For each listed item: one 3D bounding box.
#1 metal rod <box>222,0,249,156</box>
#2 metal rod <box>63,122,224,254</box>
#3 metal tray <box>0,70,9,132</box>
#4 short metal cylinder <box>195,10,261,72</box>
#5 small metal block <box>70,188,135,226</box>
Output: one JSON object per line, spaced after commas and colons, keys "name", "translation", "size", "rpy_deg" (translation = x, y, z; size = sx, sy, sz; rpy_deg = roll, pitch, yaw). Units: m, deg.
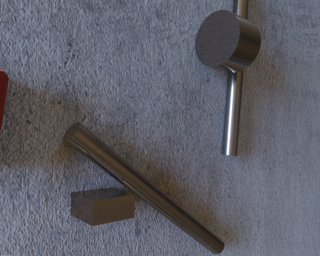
{"name": "metal rod", "translation": [0.126, -0.104, 0.513], "size": [0.025, 0.025, 0.298], "rpy_deg": [9, 84, -40]}
{"name": "metal rod", "translation": [-0.002, 0.094, 0.405], "size": [0.300, 0.025, 0.025], "rpy_deg": [45, 63, -31]}
{"name": "metal tray", "translation": [-0.196, -0.014, 0.237], "size": [0.131, 0.030, 0.089], "rpy_deg": [10, 84, -40]}
{"name": "short metal cylinder", "translation": [0.098, -0.125, 0.454], "size": [0.050, 0.080, 0.080], "rpy_deg": [3, 88, -40]}
{"name": "small metal block", "translation": [-0.063, 0.084, 0.338], "size": [0.050, 0.050, 0.025], "rpy_deg": [2, 89, -40]}
